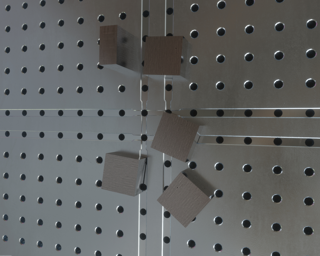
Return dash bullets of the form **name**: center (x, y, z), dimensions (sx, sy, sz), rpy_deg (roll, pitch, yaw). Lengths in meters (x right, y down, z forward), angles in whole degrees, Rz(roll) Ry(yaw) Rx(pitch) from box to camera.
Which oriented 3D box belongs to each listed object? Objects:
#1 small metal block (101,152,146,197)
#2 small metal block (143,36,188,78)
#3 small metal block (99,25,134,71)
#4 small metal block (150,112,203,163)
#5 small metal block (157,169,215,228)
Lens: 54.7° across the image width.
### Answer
- **small metal block**: center (-0.050, 0.063, 0.429), dimensions (0.050, 0.025, 0.050), rpy_deg (9, 93, 19)
- **small metal block**: center (0.008, -0.093, 0.409), dimensions (0.050, 0.025, 0.050), rpy_deg (5, 92, 19)
- **small metal block**: center (-0.058, -0.106, 0.419), dimensions (0.025, 0.050, 0.050), rpy_deg (2, 91, 20)
- **small metal block**: center (0.022, 0.011, 0.404), dimensions (0.050, 0.025, 0.050), rpy_deg (23, 97, 18)
- **small metal block**: center (0.033, 0.090, 0.400), dimensions (0.050, 0.025, 0.050), rpy_deg (42, 103, 15)
